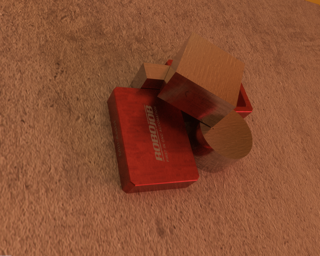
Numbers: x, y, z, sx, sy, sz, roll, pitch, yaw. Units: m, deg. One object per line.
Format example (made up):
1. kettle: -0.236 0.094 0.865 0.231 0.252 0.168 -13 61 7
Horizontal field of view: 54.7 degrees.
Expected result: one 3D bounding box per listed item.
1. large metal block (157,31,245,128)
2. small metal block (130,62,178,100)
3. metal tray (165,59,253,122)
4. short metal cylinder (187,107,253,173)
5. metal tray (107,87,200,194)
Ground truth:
1. large metal block: 0.053 -0.061 0.389 0.080 0.050 0.080 29 52 -10
2. small metal block: -0.007 -0.061 0.423 0.050 0.050 0.025 1 62 -28
3. metal tray: 0.071 -0.056 0.474 0.131 0.030 0.090 -2 63 -29
4. short metal cylinder: 0.077 0.015 0.421 0.081 0.050 0.080 13 57 -20
5. metal tray: -0.011 0.012 0.390 0.091 0.030 0.130 1 62 -28
